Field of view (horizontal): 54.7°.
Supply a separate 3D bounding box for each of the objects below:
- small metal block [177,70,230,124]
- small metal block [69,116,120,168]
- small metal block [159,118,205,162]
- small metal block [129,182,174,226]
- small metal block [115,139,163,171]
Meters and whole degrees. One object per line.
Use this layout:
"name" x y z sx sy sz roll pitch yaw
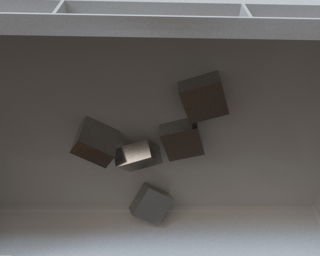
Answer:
"small metal block" 0.053 -0.037 0.379 0.050 0.025 0.050 -15 129 12
"small metal block" -0.084 0.018 0.406 0.050 0.050 0.025 27 125 -19
"small metal block" 0.030 0.016 0.423 0.050 0.025 0.050 -13 129 10
"small metal block" -0.014 0.122 0.499 0.050 0.025 0.050 30 93 -23
"small metal block" -0.029 0.039 0.427 0.050 0.025 0.050 -17 161 13
